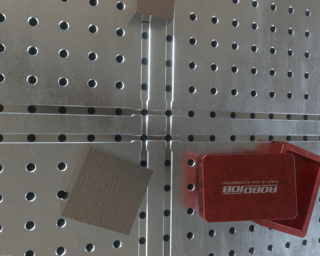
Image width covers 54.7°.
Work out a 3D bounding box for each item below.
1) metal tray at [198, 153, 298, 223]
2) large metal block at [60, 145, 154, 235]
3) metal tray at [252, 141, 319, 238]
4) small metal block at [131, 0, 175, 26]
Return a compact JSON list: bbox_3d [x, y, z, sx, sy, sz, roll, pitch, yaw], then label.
[{"bbox_3d":[0.121,0.081,0.434,0.131,0.030,0.089,-1,85,-6],"label":"metal tray"},{"bbox_3d":[-0.066,0.073,0.375,0.080,0.050,0.080,23,82,-19],"label":"large metal block"},{"bbox_3d":[0.200,0.095,0.483,0.091,0.030,0.129,21,83,-19],"label":"metal tray"},{"bbox_3d":[-0.008,-0.168,0.409,0.050,0.025,0.050,4,89,-20],"label":"small metal block"}]
